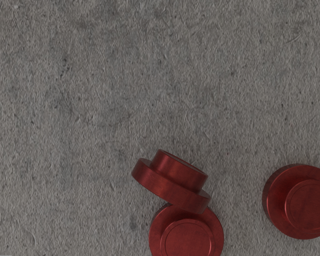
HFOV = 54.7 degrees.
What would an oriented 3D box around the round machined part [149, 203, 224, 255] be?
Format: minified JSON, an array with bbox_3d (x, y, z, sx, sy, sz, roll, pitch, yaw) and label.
[{"bbox_3d":[0.035,0.144,0.402,0.099,0.042,0.097,0,90,0],"label":"round machined part"}]

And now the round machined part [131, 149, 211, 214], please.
[{"bbox_3d":[0.019,0.059,0.374,0.098,0.098,0.042,28,90,0],"label":"round machined part"}]

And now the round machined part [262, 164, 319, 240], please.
[{"bbox_3d":[0.189,0.097,0.403,0.099,0.042,0.097,0,90,0],"label":"round machined part"}]
